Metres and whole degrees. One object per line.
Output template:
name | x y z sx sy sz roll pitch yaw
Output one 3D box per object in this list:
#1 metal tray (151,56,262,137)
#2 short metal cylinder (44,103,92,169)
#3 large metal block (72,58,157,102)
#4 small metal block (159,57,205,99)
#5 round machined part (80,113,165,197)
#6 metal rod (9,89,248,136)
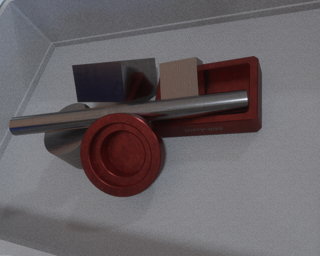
metal tray | 0.059 -0.037 0.391 0.130 0.030 0.090 -4 60 25
short metal cylinder | -0.114 0.012 0.437 0.080 0.050 0.080 -13 56 20
large metal block | -0.060 -0.067 0.430 0.080 0.080 0.050 3 105 30
small metal block | 0.028 -0.060 0.397 0.050 0.025 0.050 -5 86 26
round machined part | -0.042 0.030 0.374 0.098 0.042 0.097 1 95 13
metal rod | -0.047 -0.017 0.384 0.301 0.025 0.025 -6 59 12
